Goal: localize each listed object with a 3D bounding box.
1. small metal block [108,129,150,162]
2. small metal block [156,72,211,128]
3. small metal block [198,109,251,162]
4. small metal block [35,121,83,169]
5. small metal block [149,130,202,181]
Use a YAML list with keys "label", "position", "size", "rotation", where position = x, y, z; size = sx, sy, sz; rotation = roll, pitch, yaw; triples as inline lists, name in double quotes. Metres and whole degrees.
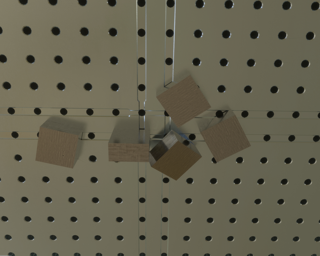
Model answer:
- label: "small metal block"
  position: [-0.039, 0.022, 0.408]
  size: [0.050, 0.050, 0.025]
  rotation: [1, 110, -1]
- label: "small metal block"
  position: [0.030, -0.037, 0.400]
  size: [0.050, 0.025, 0.050]
  rotation: [-33, 107, 11]
- label: "small metal block"
  position: [0.087, 0.011, 0.419]
  size: [0.050, 0.025, 0.050]
  rotation: [-28, 108, 9]
- label: "small metal block"
  position: [-0.136, 0.022, 0.420]
  size: [0.050, 0.025, 0.050]
  rotation: [13, 110, -5]
- label: "small metal block"
  position: [0.019, 0.038, 0.419]
  size: [0.050, 0.025, 0.050]
  rotation: [-46, 126, 14]
